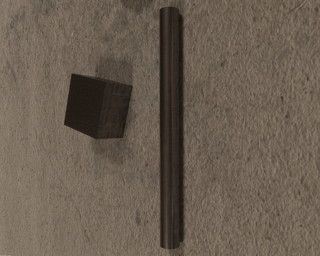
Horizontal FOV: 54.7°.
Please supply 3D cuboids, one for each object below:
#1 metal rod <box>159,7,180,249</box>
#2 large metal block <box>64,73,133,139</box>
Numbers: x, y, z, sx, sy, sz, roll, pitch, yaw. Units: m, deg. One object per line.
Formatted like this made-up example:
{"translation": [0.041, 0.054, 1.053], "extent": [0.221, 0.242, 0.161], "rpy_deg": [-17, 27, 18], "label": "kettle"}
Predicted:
{"translation": [0.012, 0.000, 0.392], "extent": [0.025, 0.025, 0.298], "rpy_deg": [0, 90, 39], "label": "metal rod"}
{"translation": [-0.094, -0.033, 0.463], "extent": [0.080, 0.050, 0.079], "rpy_deg": [19, 102, 38], "label": "large metal block"}
